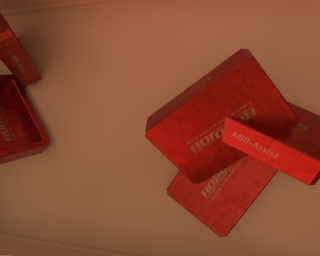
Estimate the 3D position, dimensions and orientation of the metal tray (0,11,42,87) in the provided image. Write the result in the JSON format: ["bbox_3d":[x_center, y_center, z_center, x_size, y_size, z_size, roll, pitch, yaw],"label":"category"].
[{"bbox_3d":[-0.216,-0.122,0.430,0.030,0.130,0.090,-32,79,-13],"label":"metal tray"}]

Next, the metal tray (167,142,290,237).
[{"bbox_3d":[0.081,0.054,0.379,0.090,0.030,0.129,37,101,16],"label":"metal tray"}]

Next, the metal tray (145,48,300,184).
[{"bbox_3d":[0.061,-0.007,0.322,0.130,0.030,0.090,-36,113,21],"label":"metal tray"}]

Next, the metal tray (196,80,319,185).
[{"bbox_3d":[0.114,-0.003,0.333,0.130,0.091,0.030,28,128,17],"label":"metal tray"}]

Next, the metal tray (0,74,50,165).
[{"bbox_3d":[-0.232,-0.015,0.453,0.030,0.091,0.130,-38,77,37],"label":"metal tray"}]
